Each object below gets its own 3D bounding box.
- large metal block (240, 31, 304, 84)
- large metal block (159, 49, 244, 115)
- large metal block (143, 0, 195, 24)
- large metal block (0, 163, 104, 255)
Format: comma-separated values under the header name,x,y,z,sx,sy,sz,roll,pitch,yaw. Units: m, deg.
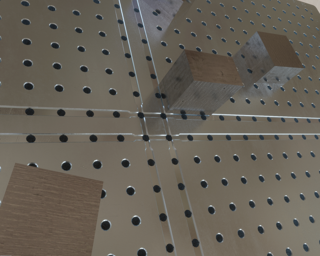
name,x,y,z,sx,sy,sz,roll,pitch,yaw
large metal block,0.213,-0.133,0.591,0.081,0.050,0.080,-3,63,-30
large metal block,0.056,-0.061,0.442,0.081,0.080,0.050,1,61,-28
large metal block,0.018,-0.246,0.554,0.080,0.050,0.080,41,51,-1
large metal block,-0.104,0.086,0.284,0.081,0.050,0.080,16,55,-19
